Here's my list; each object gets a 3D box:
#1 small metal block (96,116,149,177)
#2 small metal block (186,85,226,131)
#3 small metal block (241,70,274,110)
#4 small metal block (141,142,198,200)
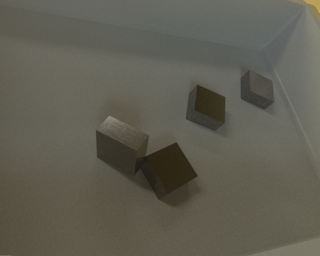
[{"bbox_3d":[-0.043,0.021,0.346,0.050,0.050,0.025,26,50,12],"label":"small metal block"},{"bbox_3d":[0.069,-0.030,0.463,0.050,0.025,0.050,21,54,-16],"label":"small metal block"},{"bbox_3d":[0.169,-0.067,0.541,0.050,0.025,0.050,21,54,-16],"label":"small metal block"},{"bbox_3d":[0.010,0.052,0.381,0.050,0.025,0.050,-22,74,-37],"label":"small metal block"}]
